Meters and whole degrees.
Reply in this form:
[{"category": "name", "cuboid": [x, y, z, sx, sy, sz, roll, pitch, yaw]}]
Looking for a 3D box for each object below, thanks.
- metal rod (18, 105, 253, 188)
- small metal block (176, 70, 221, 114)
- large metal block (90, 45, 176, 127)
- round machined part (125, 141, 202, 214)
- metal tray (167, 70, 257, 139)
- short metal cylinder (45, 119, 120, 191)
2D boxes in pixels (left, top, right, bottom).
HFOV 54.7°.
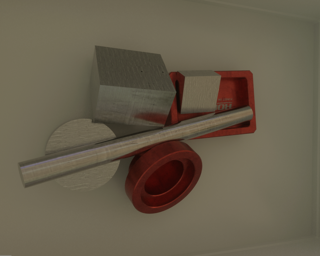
[{"category": "metal rod", "cuboid": [-0.003, 0.012, 0.365, 0.303, 0.025, 0.025, -15, 95, -31]}, {"category": "small metal block", "cuboid": [0.048, -0.048, 0.405, 0.050, 0.025, 0.050, -5, 118, -20]}, {"category": "large metal block", "cuboid": [-0.035, -0.049, 0.359, 0.081, 0.080, 0.050, 3, 131, -19]}, {"category": "round machined part", "cuboid": [0.000, 0.056, 0.384, 0.099, 0.042, 0.097, -21, 133, -24]}, {"category": "metal tray", "cuboid": [0.069, -0.033, 0.432, 0.131, 0.030, 0.089, -5, 92, -20]}, {"category": "short metal cylinder", "cuboid": [-0.091, 0.029, 0.362, 0.081, 0.050, 0.079, 0, 90, -21]}]
